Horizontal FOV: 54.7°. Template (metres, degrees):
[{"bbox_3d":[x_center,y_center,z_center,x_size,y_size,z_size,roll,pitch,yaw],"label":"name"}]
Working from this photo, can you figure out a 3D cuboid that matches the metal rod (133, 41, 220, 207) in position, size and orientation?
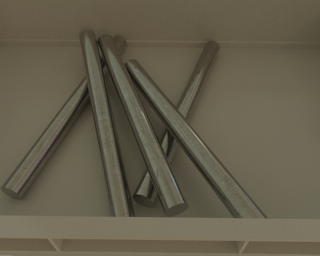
[{"bbox_3d":[0.035,-0.028,0.428,0.025,0.025,0.301,16,52,13],"label":"metal rod"}]

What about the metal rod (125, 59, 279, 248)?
[{"bbox_3d":[0.026,0.003,0.366,0.025,0.025,0.300,-21,49,-17],"label":"metal rod"}]

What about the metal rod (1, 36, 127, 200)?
[{"bbox_3d":[-0.116,-0.036,0.434,0.025,0.025,0.301,15,51,12],"label":"metal rod"}]

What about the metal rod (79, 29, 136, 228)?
[{"bbox_3d":[-0.075,-0.022,0.401,0.025,0.025,0.299,-11,57,-9],"label":"metal rod"}]

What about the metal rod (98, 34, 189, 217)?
[{"bbox_3d":[-0.035,-0.028,0.393,0.025,0.025,0.300,-16,52,-13],"label":"metal rod"}]
